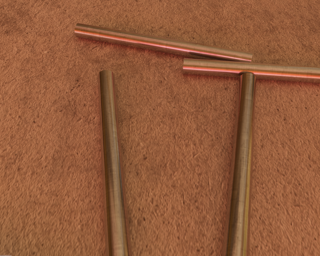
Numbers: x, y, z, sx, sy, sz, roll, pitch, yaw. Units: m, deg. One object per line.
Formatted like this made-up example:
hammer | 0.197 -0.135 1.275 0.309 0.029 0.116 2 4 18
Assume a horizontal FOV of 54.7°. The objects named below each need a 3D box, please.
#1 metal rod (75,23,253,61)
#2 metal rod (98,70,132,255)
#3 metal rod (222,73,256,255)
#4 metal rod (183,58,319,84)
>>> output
metal rod | 0.000 -0.140 0.520 0.301 0.025 0.025 12 51 10
metal rod | -0.058 0.035 0.372 0.025 0.025 0.300 -7 50 -6
metal rod | 0.098 0.039 0.370 0.025 0.025 0.300 10 51 8
metal rod | 0.187 -0.085 0.475 0.302 0.025 0.025 5 50 3
